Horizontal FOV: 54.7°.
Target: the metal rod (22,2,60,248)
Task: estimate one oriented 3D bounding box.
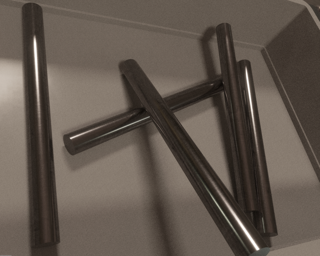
[{"bbox_3d":[-0.137,-0.025,0.347,0.025,0.025,0.299,1,61,-28],"label":"metal rod"}]

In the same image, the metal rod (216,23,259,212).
[{"bbox_3d":[0.111,-0.029,0.461,0.025,0.025,0.299,8,65,-24],"label":"metal rod"}]

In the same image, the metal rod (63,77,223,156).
[{"bbox_3d":[0.010,-0.031,0.431,0.302,0.025,0.025,-24,75,-37],"label":"metal rod"}]

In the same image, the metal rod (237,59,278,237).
[{"bbox_3d":[0.145,0.011,0.478,0.025,0.025,0.300,16,55,-20],"label":"metal rod"}]

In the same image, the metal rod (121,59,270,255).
[{"bbox_3d":[0.014,0.005,0.335,0.025,0.025,0.300,0,38,-29],"label":"metal rod"}]
